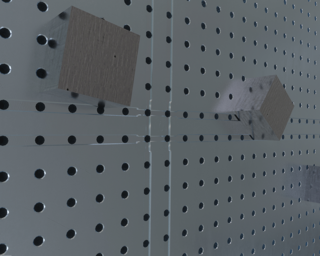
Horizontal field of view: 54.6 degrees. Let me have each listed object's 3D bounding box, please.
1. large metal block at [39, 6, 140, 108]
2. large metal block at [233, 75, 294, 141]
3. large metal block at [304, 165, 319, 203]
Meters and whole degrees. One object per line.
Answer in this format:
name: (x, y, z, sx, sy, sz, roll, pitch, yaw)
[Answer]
large metal block: (-0.073, -0.069, 0.330, 0.081, 0.050, 0.080, 12, 82, -39)
large metal block: (0.185, -0.034, 0.546, 0.080, 0.050, 0.080, 47, 62, -30)
large metal block: (0.376, 0.132, 0.706, 0.080, 0.050, 0.080, 16, 80, -39)
